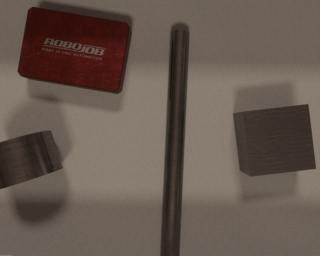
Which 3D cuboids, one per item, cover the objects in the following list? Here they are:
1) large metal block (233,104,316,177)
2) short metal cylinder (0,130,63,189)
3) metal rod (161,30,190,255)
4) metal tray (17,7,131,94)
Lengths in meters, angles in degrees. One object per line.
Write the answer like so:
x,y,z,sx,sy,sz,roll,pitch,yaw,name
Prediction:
0.145,0.015,0.401,0.081,0.050,0.079,-7,90,-1,large metal block
-0.167,0.039,0.382,0.080,0.080,0.050,-17,90,0,short metal cylinder
0.020,0.022,0.411,0.025,0.025,0.298,3,90,-1,metal rod
-0.110,-0.100,0.407,0.131,0.030,0.089,10,90,-1,metal tray
